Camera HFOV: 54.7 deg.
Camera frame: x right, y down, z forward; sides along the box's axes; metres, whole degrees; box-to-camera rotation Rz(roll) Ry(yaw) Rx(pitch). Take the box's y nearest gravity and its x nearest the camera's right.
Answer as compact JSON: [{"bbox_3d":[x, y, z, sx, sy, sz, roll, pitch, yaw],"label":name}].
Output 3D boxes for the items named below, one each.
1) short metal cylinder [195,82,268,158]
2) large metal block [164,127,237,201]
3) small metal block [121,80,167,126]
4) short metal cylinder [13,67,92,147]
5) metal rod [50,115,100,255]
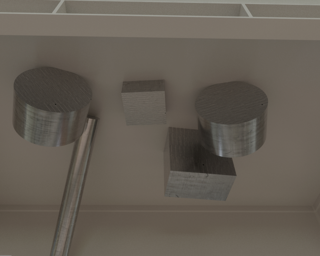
[{"bbox_3d":[0.084,-0.011,0.365,0.080,0.080,0.050,-8,130,6],"label":"short metal cylinder"},{"bbox_3d":[0.049,0.047,0.414,0.081,0.080,0.050,6,130,-5],"label":"large metal block"},{"bbox_3d":[-0.018,-0.031,0.383,0.050,0.025,0.050,-3,130,1],"label":"small metal block"},{"bbox_3d":[-0.122,-0.025,0.350,0.081,0.080,0.050,14,129,-12],"label":"short metal cylinder"},{"bbox_3d":[-0.127,0.128,0.421,0.025,0.025,0.298,13,99,-11],"label":"metal rod"}]
